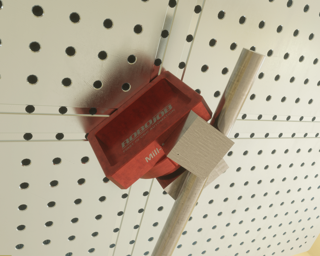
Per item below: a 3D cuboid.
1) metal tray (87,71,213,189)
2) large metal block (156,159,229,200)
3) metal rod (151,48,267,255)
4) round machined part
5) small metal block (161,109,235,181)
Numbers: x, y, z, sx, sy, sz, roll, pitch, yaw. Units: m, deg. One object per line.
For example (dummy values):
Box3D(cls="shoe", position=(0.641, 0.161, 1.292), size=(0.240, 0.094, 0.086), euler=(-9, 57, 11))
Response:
Box3D(cls="metal tray", position=(-0.016, -0.002, 0.360), size=(0.130, 0.090, 0.030), euler=(-40, 130, -2))
Box3D(cls="large metal block", position=(0.030, 0.043, 0.417), size=(0.080, 0.080, 0.050), euler=(-40, 130, -1))
Box3D(cls="metal rod", position=(0.047, 0.053, 0.367), size=(0.025, 0.025, 0.298), euler=(7, 115, -32))
Box3D(cls="round machined part", position=(-0.002, 0.020, 0.382), size=(0.098, 0.098, 0.042), euler=(-41, 130, -1))
Box3D(cls="small metal block", position=(0.038, 0.018, 0.318), size=(0.050, 0.025, 0.050), euler=(35, 97, -20))
